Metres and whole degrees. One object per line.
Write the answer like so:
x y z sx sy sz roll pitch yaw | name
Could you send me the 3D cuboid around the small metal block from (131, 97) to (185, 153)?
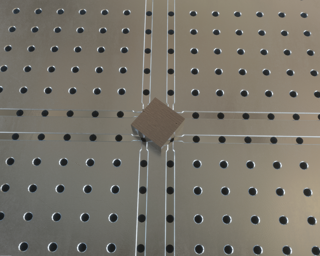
-0.002 -0.004 0.413 0.050 0.025 0.050 37 74 12 | small metal block
